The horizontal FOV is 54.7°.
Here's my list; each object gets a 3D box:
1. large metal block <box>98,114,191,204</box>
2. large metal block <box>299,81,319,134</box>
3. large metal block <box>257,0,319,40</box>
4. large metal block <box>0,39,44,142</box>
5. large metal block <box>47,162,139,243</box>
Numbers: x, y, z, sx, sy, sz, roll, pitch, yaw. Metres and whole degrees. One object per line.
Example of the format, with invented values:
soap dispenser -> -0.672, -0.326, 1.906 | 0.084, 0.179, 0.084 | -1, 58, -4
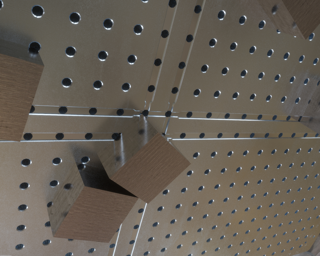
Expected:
large metal block -> -0.020, 0.042, 0.412 | 0.080, 0.050, 0.080 | -44, 130, 2
large metal block -> 0.310, -0.032, 0.548 | 0.081, 0.050, 0.079 | 2, 118, -30
large metal block -> 0.176, -0.173, 0.387 | 0.080, 0.050, 0.080 | 33, 100, -39
large metal block -> -0.162, -0.040, 0.282 | 0.081, 0.050, 0.079 | 13, 112, -34
large metal block -> -0.089, 0.100, 0.410 | 0.080, 0.050, 0.080 | 23, 106, -37
